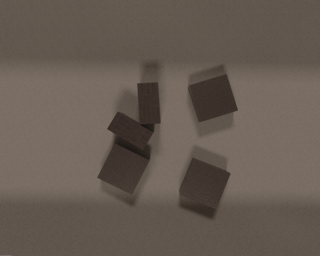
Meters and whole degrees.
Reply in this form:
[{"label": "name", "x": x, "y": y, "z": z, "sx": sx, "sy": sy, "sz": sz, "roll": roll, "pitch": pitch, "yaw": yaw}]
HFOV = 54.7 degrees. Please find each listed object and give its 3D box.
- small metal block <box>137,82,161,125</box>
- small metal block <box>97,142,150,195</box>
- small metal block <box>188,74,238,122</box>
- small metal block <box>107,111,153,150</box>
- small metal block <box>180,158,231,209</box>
[{"label": "small metal block", "x": -0.014, "y": -0.030, "z": 0.399, "sx": 0.025, "sy": 0.050, "sz": 0.050, "roll": -4, "pitch": 90, "yaw": -1}, {"label": "small metal block", "x": -0.047, "y": 0.053, "z": 0.411, "sx": 0.050, "sy": 0.025, "sz": 0.050, "roll": 27, "pitch": 90, "yaw": -1}, {"label": "small metal block", "x": 0.070, "y": -0.039, "z": 0.412, "sx": 0.050, "sy": 0.025, "sz": 0.050, "roll": -17, "pitch": 90, "yaw": -1}, {"label": "small metal block", "x": -0.036, "y": 0.003, "z": 0.398, "sx": 0.050, "sy": 0.050, "sz": 0.025, "roll": 31, "pitch": 90, "yaw": -1}, {"label": "small metal block", "x": 0.059, "y": 0.073, "z": 0.412, "sx": 0.050, "sy": 0.025, "sz": 0.050, "roll": 22, "pitch": 90, "yaw": -1}]
